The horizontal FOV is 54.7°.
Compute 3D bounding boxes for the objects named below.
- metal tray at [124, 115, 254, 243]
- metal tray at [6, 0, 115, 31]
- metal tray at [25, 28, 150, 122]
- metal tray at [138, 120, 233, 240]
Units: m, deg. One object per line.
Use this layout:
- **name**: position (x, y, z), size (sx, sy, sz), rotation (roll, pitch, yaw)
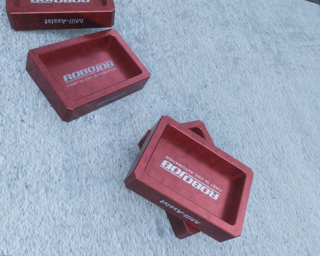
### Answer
- **metal tray**: position (0.037, 0.055, 0.347), size (0.130, 0.030, 0.090), rotation (32, 52, -7)
- **metal tray**: position (-0.133, -0.176, 0.416), size (0.131, 0.030, 0.090), rotation (-7, 65, -16)
- **metal tray**: position (-0.088, -0.072, 0.397), size (0.131, 0.030, 0.090), rotation (-31, 79, -38)
- **metal tray**: position (0.038, 0.058, 0.385), size (0.091, 0.030, 0.130), rotation (-11, 67, -33)
